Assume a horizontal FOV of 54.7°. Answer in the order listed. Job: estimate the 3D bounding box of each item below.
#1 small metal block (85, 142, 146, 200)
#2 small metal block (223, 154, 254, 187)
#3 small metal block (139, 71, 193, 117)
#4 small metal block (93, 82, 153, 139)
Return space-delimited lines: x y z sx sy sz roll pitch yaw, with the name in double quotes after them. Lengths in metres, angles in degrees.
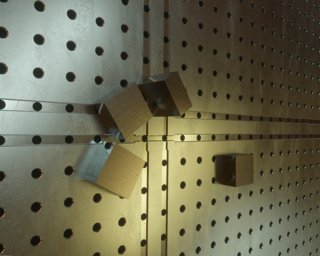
-0.052 0.050 0.368 0.050 0.025 0.050 37 67 -34 "small metal block"
0.133 0.070 0.524 0.050 0.025 0.050 -1 91 -40 "small metal block"
0.008 -0.043 0.401 0.025 0.050 0.050 -40 115 -33 "small metal block"
-0.043 -0.021 0.375 0.050 0.025 0.050 -41 115 -32 "small metal block"
